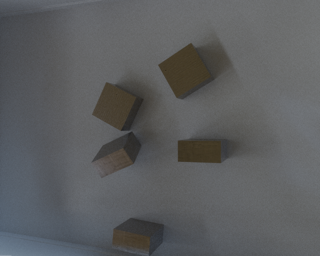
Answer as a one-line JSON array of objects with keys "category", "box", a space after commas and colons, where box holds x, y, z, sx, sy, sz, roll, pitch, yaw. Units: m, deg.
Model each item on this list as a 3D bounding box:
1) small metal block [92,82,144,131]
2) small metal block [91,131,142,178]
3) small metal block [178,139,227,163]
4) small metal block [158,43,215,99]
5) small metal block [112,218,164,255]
[{"category": "small metal block", "box": [-0.059, -0.029, 0.431, 0.050, 0.025, 0.050, 28, 99, 17]}, {"category": "small metal block", "box": [-0.057, 0.035, 0.414, 0.050, 0.050, 0.025, -25, 108, 18]}, {"category": "small metal block", "box": [0.053, 0.027, 0.378, 0.050, 0.050, 0.025, 0, 90, 20]}, {"category": "small metal block", "box": [0.034, -0.072, 0.398, 0.050, 0.025, 0.050, -31, 80, 17]}, {"category": "small metal block", "box": [-0.028, 0.142, 0.407, 0.050, 0.050, 0.025, 5, 92, 20]}]
